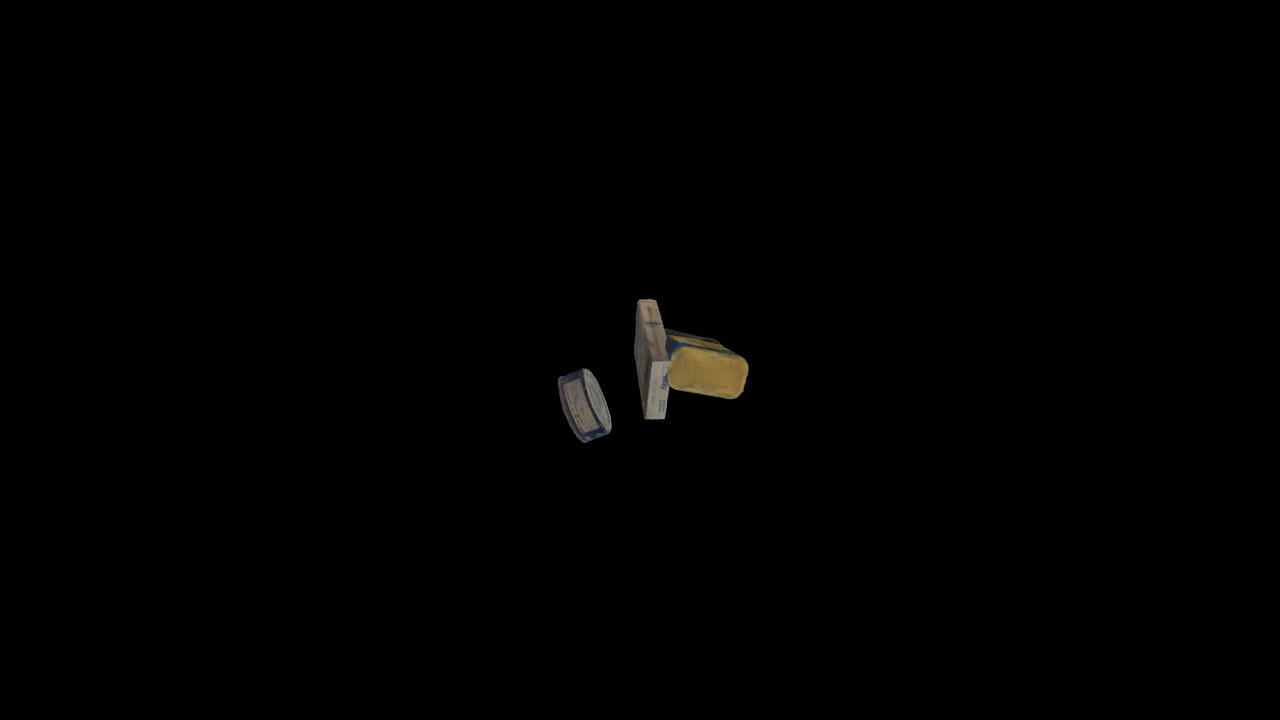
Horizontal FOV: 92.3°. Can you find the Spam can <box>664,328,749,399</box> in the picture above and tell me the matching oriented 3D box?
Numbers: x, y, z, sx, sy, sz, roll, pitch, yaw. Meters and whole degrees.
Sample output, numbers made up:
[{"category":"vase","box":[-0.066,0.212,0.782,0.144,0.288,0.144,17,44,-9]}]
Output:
[{"category":"Spam can","box":[0.067,0.005,0.726,0.101,0.058,0.085,10,10,-19]}]

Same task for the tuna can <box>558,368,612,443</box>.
[{"category":"tuna can","box":[-0.064,0.052,0.722,0.034,0.084,0.084,-21,-3,6]}]

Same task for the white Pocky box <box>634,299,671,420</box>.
[{"category":"white Pocky box","box":[0.013,-0.004,0.757,0.028,0.084,0.154,1,32,-7]}]
